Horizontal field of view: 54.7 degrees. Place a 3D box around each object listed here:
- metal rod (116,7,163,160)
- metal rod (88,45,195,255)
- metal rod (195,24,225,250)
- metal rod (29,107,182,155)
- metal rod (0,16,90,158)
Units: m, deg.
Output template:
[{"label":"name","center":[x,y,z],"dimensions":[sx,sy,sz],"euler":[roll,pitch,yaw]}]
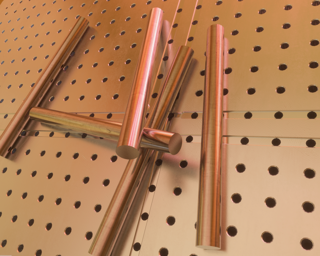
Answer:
[{"label":"metal rod","center":[-0.020,-0.084,0.429],"dimensions":[0.025,0.025,0.300],"euler":[-13,44,21]},{"label":"metal rod","center":[-0.016,0.017,0.404],"dimensions":[0.025,0.025,0.300],"euler":[10,66,32]},{"label":"metal rod","center":[0.065,-0.011,0.380],"dimensions":[0.025,0.025,0.299],"euler":[-7,59,24]},{"label":"metal rod","center":[-0.098,-0.003,0.438],"dimensions":[0.300,0.025,0.025],"euler":[10,67,39]},{"label":"metal rod","center":[-0.211,-0.084,0.567],"dimensions":[0.025,0.025,0.300],"euler":[13,68,33]}]
